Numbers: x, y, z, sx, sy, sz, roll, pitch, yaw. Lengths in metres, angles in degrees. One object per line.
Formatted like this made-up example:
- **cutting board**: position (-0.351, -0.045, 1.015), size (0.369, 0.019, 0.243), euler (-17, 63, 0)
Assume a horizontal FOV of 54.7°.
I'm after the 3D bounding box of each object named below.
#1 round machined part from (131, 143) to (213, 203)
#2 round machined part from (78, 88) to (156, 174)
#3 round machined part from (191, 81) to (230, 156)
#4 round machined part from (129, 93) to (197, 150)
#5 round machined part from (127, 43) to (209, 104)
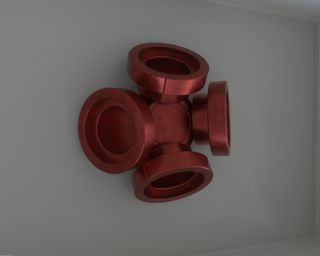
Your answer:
- **round machined part**: position (0.013, 0.054, 0.385), size (0.099, 0.097, 0.042), euler (-1, 55, -20)
- **round machined part**: position (-0.046, 0.002, 0.364), size (0.042, 0.098, 0.097), euler (-10, 95, -58)
- **round machined part**: position (0.068, -0.012, 0.407), size (0.042, 0.098, 0.097), euler (-2, 91, 16)
- **round machined part**: position (0.005, -0.006, 0.402), size (0.099, 0.042, 0.097), euler (0, 90, -21)
- **round machined part**: position (0.008, -0.066, 0.384), size (0.099, 0.098, 0.042), euler (-4, 129, -20)
